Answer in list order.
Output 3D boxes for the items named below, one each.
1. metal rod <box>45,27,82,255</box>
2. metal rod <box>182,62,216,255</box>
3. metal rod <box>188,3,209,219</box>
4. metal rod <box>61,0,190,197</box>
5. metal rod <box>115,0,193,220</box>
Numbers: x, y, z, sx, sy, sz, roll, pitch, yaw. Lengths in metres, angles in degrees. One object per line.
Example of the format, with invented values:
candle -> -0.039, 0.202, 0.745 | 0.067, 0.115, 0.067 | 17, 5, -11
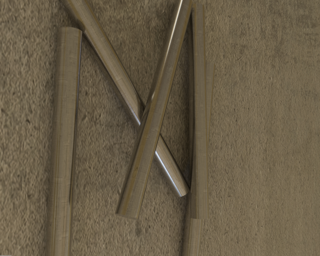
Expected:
metal rod -> -0.101, 0.047, 0.321 | 0.025, 0.025, 0.298 | 4, 88, -40
metal rod -> 0.056, 0.053, 0.454 | 0.025, 0.025, 0.298 | 9, 84, -40
metal rod -> 0.053, -0.027, 0.436 | 0.025, 0.025, 0.298 | 5, 82, -40
metal rod -> -0.035, -0.034, 0.376 | 0.025, 0.025, 0.299 | -43, 116, -32
metal rod -> 0.000, -0.042, 0.377 | 0.025, 0.025, 0.299 | 32, 61, -36
